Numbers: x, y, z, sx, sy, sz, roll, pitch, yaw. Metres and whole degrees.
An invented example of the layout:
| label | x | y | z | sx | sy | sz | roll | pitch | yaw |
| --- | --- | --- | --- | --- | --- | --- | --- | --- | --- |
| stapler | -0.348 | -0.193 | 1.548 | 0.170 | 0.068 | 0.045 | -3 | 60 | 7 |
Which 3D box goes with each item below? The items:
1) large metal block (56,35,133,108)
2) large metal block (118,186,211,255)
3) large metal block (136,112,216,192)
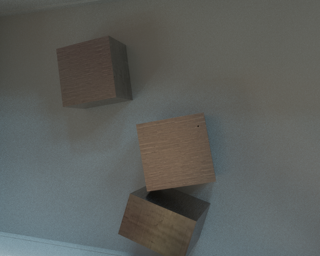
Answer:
| label | x | y | z | sx | sy | sz | roll | pitch | yaw |
| --- | --- | --- | --- | --- | --- | --- | --- | --- | --- |
| large metal block | -0.089 | -0.073 | 0.427 | 0.080 | 0.050 | 0.080 | -8 | 87 | 19 |
| large metal block | 0.009 | 0.109 | 0.377 | 0.080 | 0.080 | 0.050 | 18 | 96 | 18 |
| large metal block | 0.021 | 0.029 | 0.382 | 0.080 | 0.050 | 0.080 | -10 | 87 | 8 |
